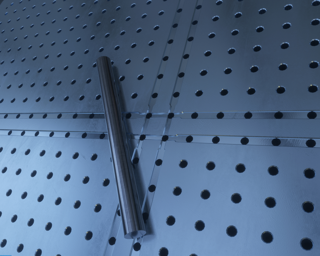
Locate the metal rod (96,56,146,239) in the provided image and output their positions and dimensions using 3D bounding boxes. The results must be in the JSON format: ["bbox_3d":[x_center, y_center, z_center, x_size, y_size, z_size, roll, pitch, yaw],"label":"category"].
[{"bbox_3d":[-0.062,0.004,0.436,0.025,0.025,0.299,-25,53,12],"label":"metal rod"}]
